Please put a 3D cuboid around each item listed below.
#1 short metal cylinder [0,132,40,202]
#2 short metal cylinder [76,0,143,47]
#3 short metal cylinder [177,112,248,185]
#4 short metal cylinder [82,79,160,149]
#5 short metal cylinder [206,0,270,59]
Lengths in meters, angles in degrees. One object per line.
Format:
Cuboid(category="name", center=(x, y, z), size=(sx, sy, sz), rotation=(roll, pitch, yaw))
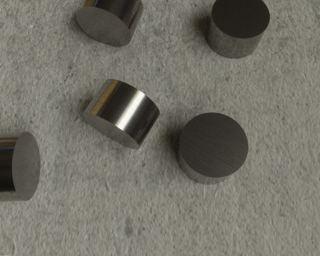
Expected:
Cuboid(category="short metal cylinder", center=(-0.179, 0.045, 0.360), size=(0.050, 0.080, 0.080), rotation=(-2, 70, -1))
Cuboid(category="short metal cylinder", center=(-0.070, -0.160, 0.437), size=(0.080, 0.080, 0.050), rotation=(17, 71, 6))
Cuboid(category="short metal cylinder", center=(0.063, 0.027, 0.386), size=(0.081, 0.050, 0.080), rotation=(0, 70, 0))
Cuboid(category="short metal cylinder", center=(-0.047, -0.016, 0.384), size=(0.080, 0.080, 0.050), rotation=(28, 72, 9))
Cuboid(category="short metal cylinder", center=(0.111, -0.149, 0.451), size=(0.081, 0.050, 0.080), rotation=(0, 70, 0))
